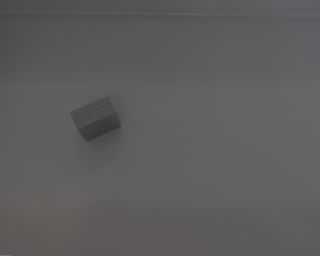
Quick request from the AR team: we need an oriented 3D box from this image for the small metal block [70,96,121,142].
[{"bbox_3d":[-0.081,-0.011,0.400,0.050,0.050,0.025,-25,72,-9],"label":"small metal block"}]
